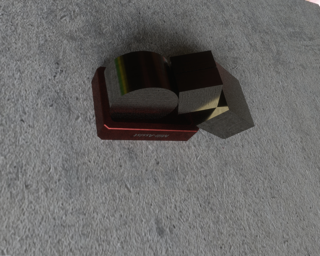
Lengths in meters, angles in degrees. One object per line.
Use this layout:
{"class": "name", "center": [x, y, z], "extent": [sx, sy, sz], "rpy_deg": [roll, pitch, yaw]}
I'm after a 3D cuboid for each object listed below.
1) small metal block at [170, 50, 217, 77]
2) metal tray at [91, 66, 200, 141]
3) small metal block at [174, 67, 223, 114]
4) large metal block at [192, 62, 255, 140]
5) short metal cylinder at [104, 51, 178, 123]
{"class": "small metal block", "center": [0.039, -0.066, 0.383], "extent": [0.050, 0.050, 0.025], "rpy_deg": [-11, 63, -4]}
{"class": "metal tray", "center": [-0.019, -0.030, 0.410], "extent": [0.131, 0.030, 0.090], "rpy_deg": [2, 61, -27]}
{"class": "small metal block", "center": [0.044, -0.044, 0.372], "extent": [0.050, 0.050, 0.025], "rpy_deg": [-11, 63, -4]}
{"class": "large metal block", "center": [0.083, -0.038, 0.438], "extent": [0.080, 0.050, 0.080], "rpy_deg": [22, 49, -48]}
{"class": "short metal cylinder", "center": [-0.023, -0.046, 0.369], "extent": [0.081, 0.080, 0.050], "rpy_deg": [1, 62, -28]}
